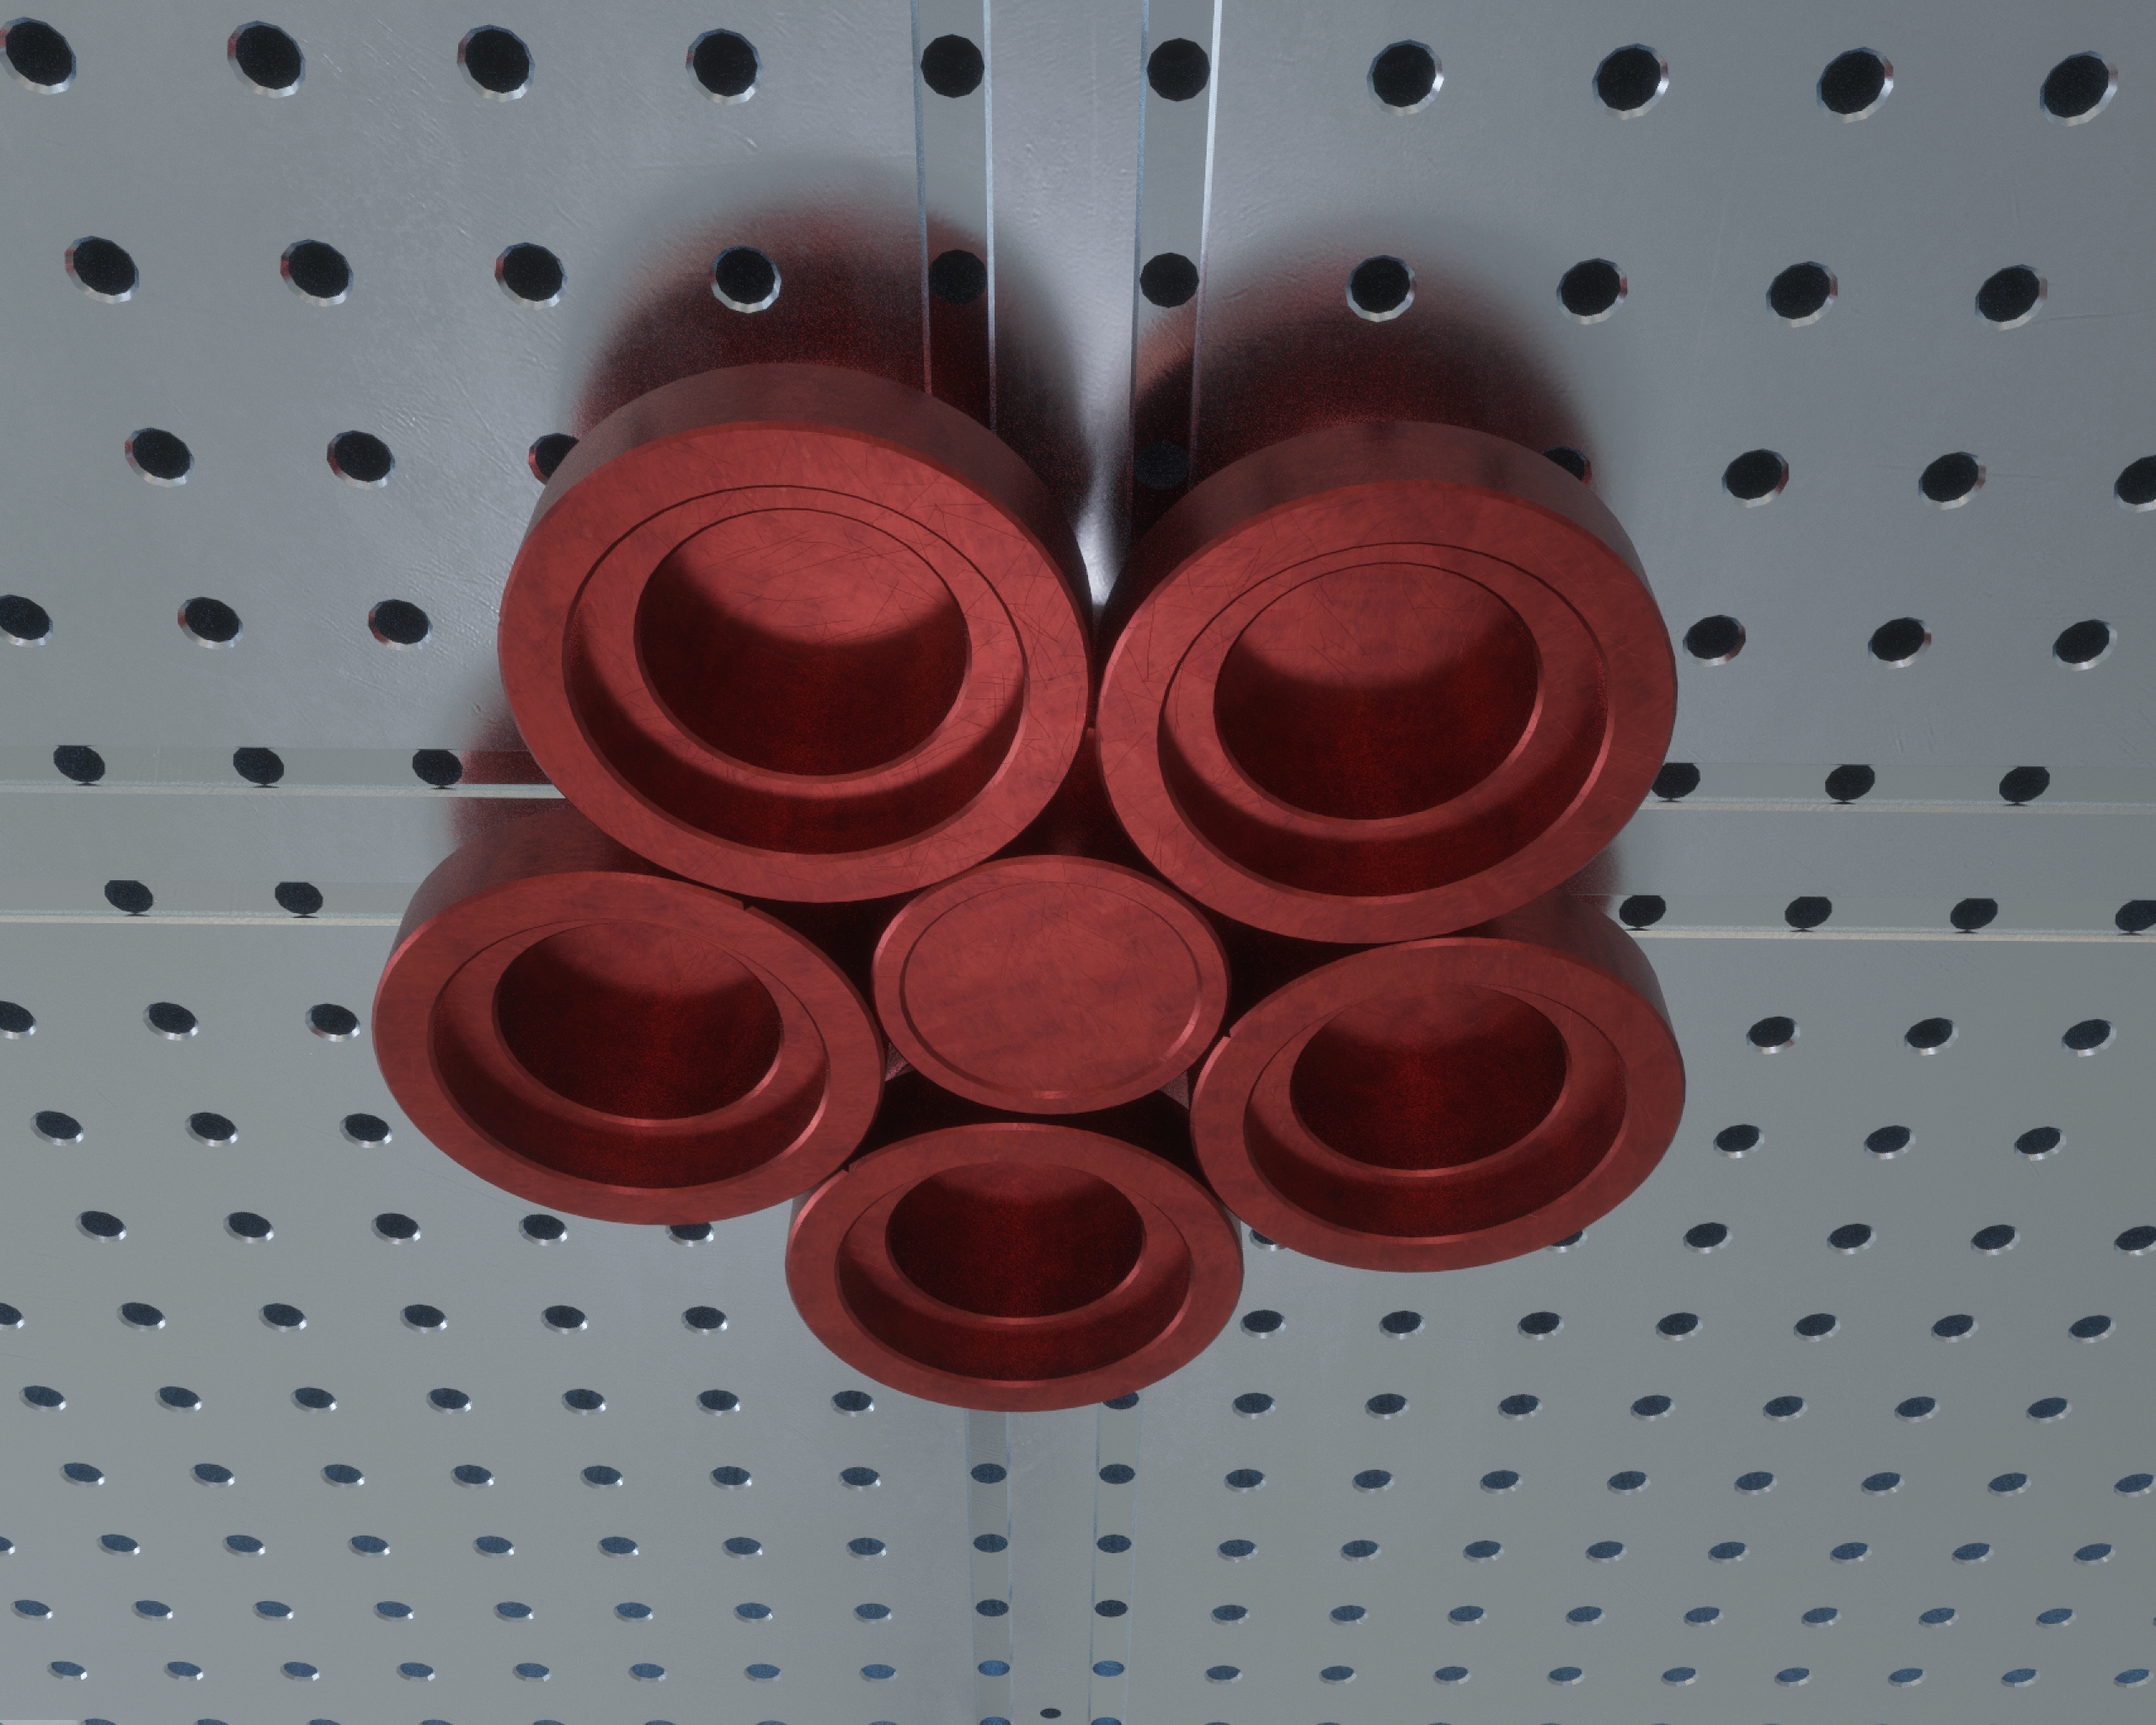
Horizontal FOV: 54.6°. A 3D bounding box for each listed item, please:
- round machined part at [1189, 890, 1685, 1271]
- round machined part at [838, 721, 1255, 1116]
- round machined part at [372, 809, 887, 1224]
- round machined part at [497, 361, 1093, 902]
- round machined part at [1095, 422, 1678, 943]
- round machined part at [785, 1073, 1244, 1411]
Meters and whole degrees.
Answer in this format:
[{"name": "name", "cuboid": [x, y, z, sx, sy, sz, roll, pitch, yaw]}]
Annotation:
[{"name": "round machined part", "cuboid": [0.072, 0.038, 0.433, 0.099, 0.042, 0.097, 0, 130, 0]}, {"name": "round machined part", "cuboid": [-0.005, 0.012, 0.410, 0.099, 0.042, 0.097, 0, 130, 0]}, {"name": "round machined part", "cuboid": [-0.087, 0.026, 0.421, 0.099, 0.042, 0.097, 0, 130, 0]}, {"name": "round machined part", "cuboid": [-0.047, -0.043, 0.363, 0.099, 0.042, 0.097, 0, 130, 0]}, {"name": "round machined part", "cuboid": [0.052, -0.035, 0.370, 0.099, 0.042, 0.097, 0, 130, 0]}, {"name": "round machined part", "cuboid": [-0.014, 0.076, 0.464, 0.099, 0.042, 0.097, 0, 130, 0]}]
